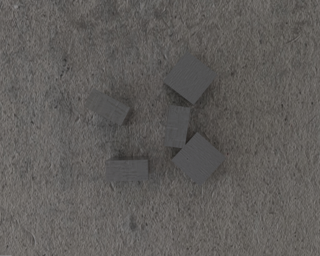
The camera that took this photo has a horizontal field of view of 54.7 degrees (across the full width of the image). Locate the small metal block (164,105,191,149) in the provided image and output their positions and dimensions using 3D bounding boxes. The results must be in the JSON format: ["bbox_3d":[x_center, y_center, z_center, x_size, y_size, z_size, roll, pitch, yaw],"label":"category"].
[{"bbox_3d":[0.021,-0.002,0.397,0.025,0.050,0.050,8,90,0],"label":"small metal block"}]

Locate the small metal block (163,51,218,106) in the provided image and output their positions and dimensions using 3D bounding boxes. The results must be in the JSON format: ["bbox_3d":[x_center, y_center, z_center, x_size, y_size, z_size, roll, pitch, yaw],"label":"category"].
[{"bbox_3d":[0.039,-0.065,0.410,0.050,0.025,0.050,38,90,0],"label":"small metal block"}]

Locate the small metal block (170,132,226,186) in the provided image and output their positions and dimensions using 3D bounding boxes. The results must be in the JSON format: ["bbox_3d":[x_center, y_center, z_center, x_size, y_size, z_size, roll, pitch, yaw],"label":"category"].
[{"bbox_3d":[0.050,0.040,0.410,0.050,0.025,0.050,42,90,0],"label":"small metal block"}]

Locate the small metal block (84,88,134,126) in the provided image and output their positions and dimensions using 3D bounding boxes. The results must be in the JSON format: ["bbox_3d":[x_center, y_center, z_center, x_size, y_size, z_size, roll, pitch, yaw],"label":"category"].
[{"bbox_3d":[-0.063,-0.026,0.397,0.050,0.050,0.025,28,90,0],"label":"small metal block"}]

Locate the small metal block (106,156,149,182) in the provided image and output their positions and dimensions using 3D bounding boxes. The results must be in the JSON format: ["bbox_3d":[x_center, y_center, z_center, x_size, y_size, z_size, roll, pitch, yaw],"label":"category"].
[{"bbox_3d":[-0.040,0.051,0.397,0.050,0.050,0.025,-2,90,0],"label":"small metal block"}]
